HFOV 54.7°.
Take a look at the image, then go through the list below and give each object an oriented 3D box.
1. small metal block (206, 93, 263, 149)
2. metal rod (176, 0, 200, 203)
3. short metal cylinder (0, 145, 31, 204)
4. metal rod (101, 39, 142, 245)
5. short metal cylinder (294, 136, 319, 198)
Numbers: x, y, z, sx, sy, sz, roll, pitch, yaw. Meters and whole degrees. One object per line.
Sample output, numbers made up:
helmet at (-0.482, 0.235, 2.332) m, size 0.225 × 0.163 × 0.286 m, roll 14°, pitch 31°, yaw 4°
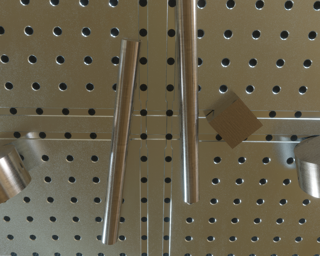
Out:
small metal block at (0.098, -0.009, 0.411) m, size 0.050 × 0.025 × 0.050 m, roll -41°, pitch 106°, yaw 13°
metal rod at (0.037, -0.037, 0.399) m, size 0.025 × 0.025 × 0.298 m, roll -3°, pitch 110°, yaw 1°
short metal cylinder at (-0.219, 0.063, 0.405) m, size 0.080 × 0.080 × 0.050 m, roll -16°, pitch 109°, yaw 6°
metal rod at (-0.056, 0.032, 0.424) m, size 0.025 × 0.025 × 0.298 m, roll 8°, pitch 110°, yaw -3°
short metal cylinder at (0.221, 0.049, 0.404) m, size 0.080 × 0.080 × 0.050 m, roll -15°, pitch 110°, yaw 5°
